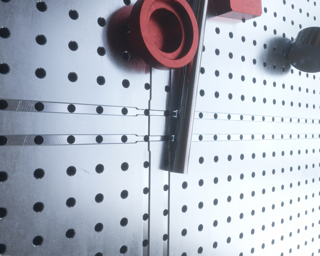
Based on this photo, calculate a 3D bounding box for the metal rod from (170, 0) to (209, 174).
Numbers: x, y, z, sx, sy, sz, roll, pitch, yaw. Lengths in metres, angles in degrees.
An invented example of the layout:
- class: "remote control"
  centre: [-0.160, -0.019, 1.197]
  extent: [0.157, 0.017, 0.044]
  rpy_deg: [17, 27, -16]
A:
- class: "metal rod"
  centre: [0.045, -0.085, 0.446]
  extent: [0.025, 0.025, 0.298]
  rpy_deg: [13, 82, -39]

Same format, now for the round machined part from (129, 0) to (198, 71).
- class: "round machined part"
  centre: [0.001, -0.123, 0.398]
  extent: [0.099, 0.042, 0.097]
  rpy_deg: [0, 90, -40]

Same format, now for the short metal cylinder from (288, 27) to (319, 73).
- class: "short metal cylinder"
  centre: [0.311, -0.159, 0.633]
  extent: [0.080, 0.080, 0.050]
  rpy_deg: [44, 64, -31]

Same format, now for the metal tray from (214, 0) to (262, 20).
- class: "metal tray"
  centre: [0.127, -0.251, 0.511]
  extent: [0.091, 0.030, 0.129]
  rpy_deg: [-10, 96, -40]
